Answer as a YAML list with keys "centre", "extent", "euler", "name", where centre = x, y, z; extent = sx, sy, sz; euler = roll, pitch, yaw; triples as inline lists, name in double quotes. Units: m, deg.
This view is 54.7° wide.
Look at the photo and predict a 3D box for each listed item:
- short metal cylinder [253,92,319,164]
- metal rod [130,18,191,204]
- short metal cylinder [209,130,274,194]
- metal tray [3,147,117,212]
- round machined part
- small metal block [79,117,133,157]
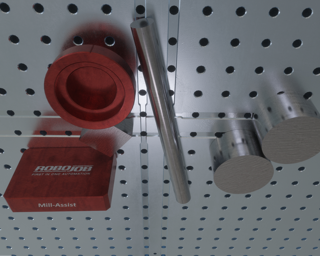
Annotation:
- centre: [0.165, 0.001, 0.398]
  extent: [0.081, 0.050, 0.079]
  euler: [0, 130, 0]
  name: "short metal cylinder"
- centre: [0.010, 0.003, 0.414]
  extent: [0.025, 0.025, 0.298]
  euler: [-9, 130, 7]
  name: "metal rod"
- centre: [0.113, 0.048, 0.438]
  extent: [0.081, 0.050, 0.079]
  euler: [0, 130, 0]
  name: "short metal cylinder"
- centre: [-0.130, 0.068, 0.425]
  extent: [0.131, 0.090, 0.030]
  euler: [-1, 130, 0]
  name: "metal tray"
- centre: [-0.076, -0.049, 0.355]
  extent: [0.099, 0.042, 0.097]
  euler: [0, 126, 0]
  name: "round machined part"
- centre: [-0.072, 0.006, 0.416]
  extent: [0.050, 0.025, 0.050]
  euler: [32, 123, -25]
  name: "small metal block"
